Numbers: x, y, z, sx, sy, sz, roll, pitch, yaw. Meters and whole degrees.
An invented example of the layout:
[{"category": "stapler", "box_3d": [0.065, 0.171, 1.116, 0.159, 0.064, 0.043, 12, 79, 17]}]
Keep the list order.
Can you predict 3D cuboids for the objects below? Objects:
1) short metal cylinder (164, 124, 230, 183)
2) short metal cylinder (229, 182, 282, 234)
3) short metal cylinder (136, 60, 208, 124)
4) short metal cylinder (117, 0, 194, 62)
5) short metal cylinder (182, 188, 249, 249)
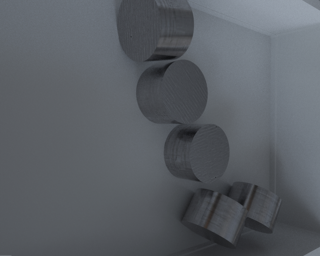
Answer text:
[{"category": "short metal cylinder", "box_3d": [0.052, 0.034, 0.434, 0.081, 0.050, 0.080, 0, 90, -40]}, {"category": "short metal cylinder", "box_3d": [0.146, 0.127, 0.493, 0.080, 0.080, 0.050, 41, 65, -33]}, {"category": "short metal cylinder", "box_3d": [0.016, -0.045, 0.404, 0.081, 0.050, 0.080, 0, 90, -40]}, {"category": "short metal cylinder", "box_3d": [-0.007, -0.120, 0.365, 0.050, 0.080, 0.079, -14, 99, -39]}, {"category": "short metal cylinder", "box_3d": [0.077, 0.127, 0.436, 0.080, 0.080, 0.050, 43, 64, -32]}]
